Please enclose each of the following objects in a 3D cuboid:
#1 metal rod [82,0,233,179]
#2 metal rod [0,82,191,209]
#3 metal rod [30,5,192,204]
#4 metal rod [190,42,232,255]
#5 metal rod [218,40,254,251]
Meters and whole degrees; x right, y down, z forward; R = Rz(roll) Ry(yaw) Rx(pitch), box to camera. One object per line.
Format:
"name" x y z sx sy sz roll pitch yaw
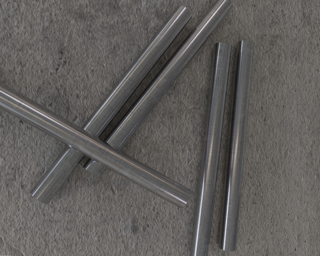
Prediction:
"metal rod" 0.004 -0.062 0.410 0.025 0.025 0.300 41 77 -16
"metal rod" -0.098 0.009 0.347 0.301 0.025 0.025 31 80 -8
"metal rod" -0.053 -0.038 0.389 0.025 0.025 0.300 39 77 -16
"metal rod" 0.072 0.030 0.435 0.025 0.025 0.298 8 87 -20
"metal rod" 0.111 0.024 0.449 0.025 0.025 0.298 6 88 -20
